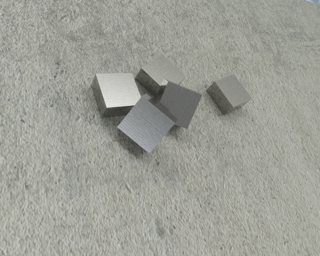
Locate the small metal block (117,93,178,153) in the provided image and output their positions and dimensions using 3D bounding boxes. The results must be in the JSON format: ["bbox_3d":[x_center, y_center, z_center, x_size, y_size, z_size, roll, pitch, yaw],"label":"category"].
[{"bbox_3d":[-0.015,-0.006,0.380,0.050,0.050,0.025,40,16,-2],"label":"small metal block"}]

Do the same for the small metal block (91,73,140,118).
[{"bbox_3d":[-0.056,-0.043,0.400,0.050,0.025,0.050,-8,66,-31],"label":"small metal block"}]

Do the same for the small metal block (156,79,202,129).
[{"bbox_3d":[0.021,-0.032,0.416,0.050,0.050,0.025,19,12,-17],"label":"small metal block"}]

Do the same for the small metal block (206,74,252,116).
[{"bbox_3d":[0.111,-0.054,0.496,0.050,0.025,0.050,-23,75,-36],"label":"small metal block"}]

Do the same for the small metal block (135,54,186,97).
[{"bbox_3d":[0.001,-0.073,0.449,0.050,0.025,0.050,44,51,2],"label":"small metal block"}]
